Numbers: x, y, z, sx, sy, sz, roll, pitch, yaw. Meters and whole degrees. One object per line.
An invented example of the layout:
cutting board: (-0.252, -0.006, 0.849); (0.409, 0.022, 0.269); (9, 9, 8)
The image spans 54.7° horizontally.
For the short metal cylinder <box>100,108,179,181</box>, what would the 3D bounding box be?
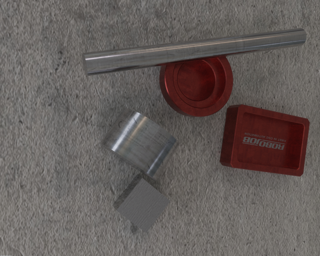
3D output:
short metal cylinder: (-0.024, 0.020, 0.371); (0.080, 0.080, 0.050); (37, 78, -17)

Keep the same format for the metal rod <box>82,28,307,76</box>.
metal rod: (0.058, -0.098, 0.385); (0.302, 0.025, 0.025); (-12, 94, -20)

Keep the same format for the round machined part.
round machined part: (0.045, -0.063, 0.417); (0.099, 0.042, 0.097); (0, 90, -20)

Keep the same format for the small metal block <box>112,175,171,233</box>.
small metal block: (-0.024, 0.097, 0.401); (0.050, 0.025, 0.050); (42, 77, -15)

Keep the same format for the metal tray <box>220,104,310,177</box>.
metal tray: (0.159, 0.020, 0.465); (0.131, 0.030, 0.090); (10, 87, -20)
